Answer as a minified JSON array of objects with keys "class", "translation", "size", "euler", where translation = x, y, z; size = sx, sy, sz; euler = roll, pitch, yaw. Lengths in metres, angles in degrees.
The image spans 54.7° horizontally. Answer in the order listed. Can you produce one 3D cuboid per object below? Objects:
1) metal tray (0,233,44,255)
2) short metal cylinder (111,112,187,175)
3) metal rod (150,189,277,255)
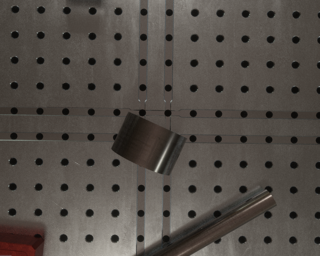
[{"class":"metal tray","translation":[-0.210,0.209,0.408],"size":[0.091,0.030,0.129],"euler":[7,90,-1]},{"class":"short metal cylinder","translation":[-0.013,0.019,0.386],"size":[0.080,0.080,0.050],"euler":[25,90,-1]},{"class":"metal rod","translation":[0.018,0.168,0.413],"size":[0.301,0.025,0.025],"euler":[-30,90,-1]}]
